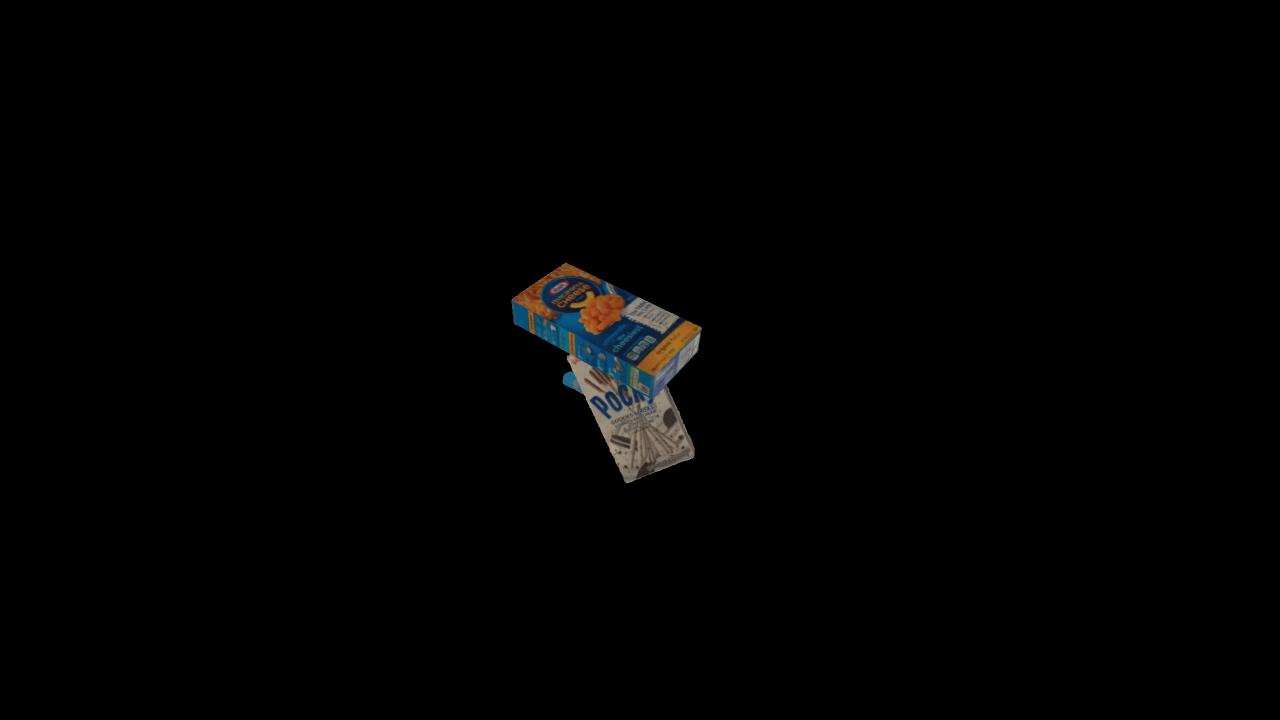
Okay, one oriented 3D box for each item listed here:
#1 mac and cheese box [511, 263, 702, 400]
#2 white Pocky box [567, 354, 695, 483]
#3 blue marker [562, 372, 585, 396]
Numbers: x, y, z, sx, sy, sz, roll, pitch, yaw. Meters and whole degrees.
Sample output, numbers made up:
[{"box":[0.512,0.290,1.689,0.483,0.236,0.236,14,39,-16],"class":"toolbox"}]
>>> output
[{"box":[-0.036,-0.036,0.649,0.184,0.041,0.093,27,49,22],"class":"mac and cheese box"},{"box":[-0.008,0.048,0.657,0.084,0.154,0.028,-23,11,8],"class":"white Pocky box"},{"box":[-0.055,0.036,0.711,0.020,0.020,0.121,0,13,-37],"class":"blue marker"}]
